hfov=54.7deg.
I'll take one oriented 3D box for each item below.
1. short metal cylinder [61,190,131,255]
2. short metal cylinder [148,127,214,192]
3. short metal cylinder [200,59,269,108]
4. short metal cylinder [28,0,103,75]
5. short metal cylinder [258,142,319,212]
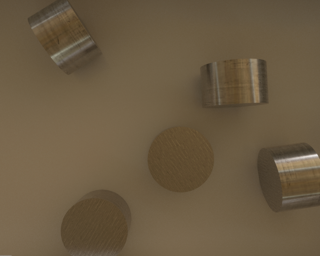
[{"bbox_3d":[-0.079,0.124,0.398,0.081,0.050,0.079,0,90,-1],"label":"short metal cylinder"},{"bbox_3d":[0.025,0.038,0.399,0.081,0.050,0.079,0,90,-1],"label":"short metal cylinder"},{"bbox_3d":[0.092,-0.053,0.385,0.081,0.080,0.050,-3,90,-1],"label":"short metal cylinder"},{"bbox_3d":[-0.115,-0.113,0.382,0.050,0.080,0.080,-32,90,0],"label":"short metal cylinder"},{"bbox_3d":[0.161,0.061,0.386,0.050,0.080,0.080,-8,90,0],"label":"short metal cylinder"}]
